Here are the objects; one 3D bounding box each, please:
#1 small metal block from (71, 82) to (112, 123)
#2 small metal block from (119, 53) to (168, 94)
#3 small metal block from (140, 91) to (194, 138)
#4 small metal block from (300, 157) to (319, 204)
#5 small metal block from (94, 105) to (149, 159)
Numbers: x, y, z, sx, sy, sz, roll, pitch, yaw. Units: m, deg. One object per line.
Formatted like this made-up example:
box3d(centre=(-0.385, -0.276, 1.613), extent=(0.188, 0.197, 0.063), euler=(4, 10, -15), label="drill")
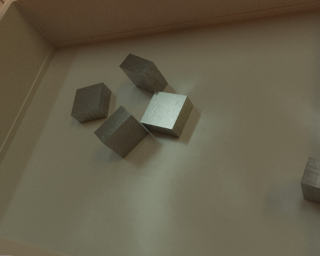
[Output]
box3d(centre=(-0.107, -0.039, 0.486), extent=(0.050, 0.025, 0.050), euler=(-11, 57, 22), label="small metal block")
box3d(centre=(-0.023, -0.077, 0.449), extent=(0.050, 0.050, 0.025), euler=(29, 78, 37), label="small metal block")
box3d(centre=(0.010, -0.019, 0.412), extent=(0.050, 0.025, 0.050), euler=(13, 68, 33), label="small metal block")
box3d(centre=(0.157, 0.053, 0.275), extent=(0.050, 0.050, 0.025), euler=(15, 70, 34), label="small metal block")
box3d(centre=(-0.050, 0.006, 0.412), extent=(0.050, 0.050, 0.025), euler=(-46, 51, -3), label="small metal block")
